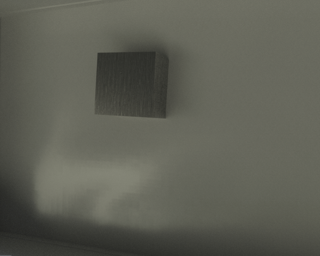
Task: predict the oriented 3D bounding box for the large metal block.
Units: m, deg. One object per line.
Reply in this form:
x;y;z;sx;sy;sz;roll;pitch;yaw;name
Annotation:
-0.037;-0.055;0.411;0.080;0.050;0.080;4;91;20;large metal block
